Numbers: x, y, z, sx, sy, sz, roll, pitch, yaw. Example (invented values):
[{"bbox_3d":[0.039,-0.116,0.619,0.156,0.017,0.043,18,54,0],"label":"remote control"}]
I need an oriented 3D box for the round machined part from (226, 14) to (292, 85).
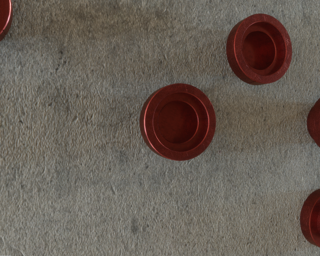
[{"bbox_3d":[0.138,-0.111,0.450,0.099,0.042,0.097,0,90,-20],"label":"round machined part"}]

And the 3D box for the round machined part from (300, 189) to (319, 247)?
[{"bbox_3d":[0.282,0.151,0.504,0.099,0.042,0.097,0,90,-20],"label":"round machined part"}]

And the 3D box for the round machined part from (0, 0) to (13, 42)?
[{"bbox_3d":[-0.208,-0.125,0.323,0.099,0.042,0.097,0,90,-20],"label":"round machined part"}]

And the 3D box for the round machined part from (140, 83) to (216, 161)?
[{"bbox_3d":[0.020,-0.008,0.407,0.099,0.042,0.097,0,90,-20],"label":"round machined part"}]

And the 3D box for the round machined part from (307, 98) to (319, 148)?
[{"bbox_3d":[0.281,-0.008,0.503,0.099,0.042,0.097,0,90,-20],"label":"round machined part"}]
